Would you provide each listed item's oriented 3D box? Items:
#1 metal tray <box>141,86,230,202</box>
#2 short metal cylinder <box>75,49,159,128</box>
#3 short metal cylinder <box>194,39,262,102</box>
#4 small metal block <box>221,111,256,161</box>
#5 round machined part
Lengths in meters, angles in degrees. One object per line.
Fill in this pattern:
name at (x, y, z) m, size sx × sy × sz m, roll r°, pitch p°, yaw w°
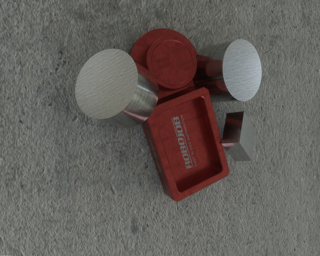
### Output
metal tray at (0.034, 0.020, 0.408) m, size 0.091 × 0.030 × 0.129 m, roll -23°, pitch 107°, yaw -19°
short metal cylinder at (-0.049, -0.043, 0.356) m, size 0.050 × 0.080 × 0.080 m, roll 26°, pitch 78°, yaw -63°
short metal cylinder at (0.092, -0.075, 0.420) m, size 0.081 × 0.050 × 0.079 m, roll -2°, pitch 93°, yaw -38°
small metal block at (0.111, 0.012, 0.433) m, size 0.050 × 0.025 × 0.050 m, roll 47°, pitch 49°, yaw -41°
round machined part at (0.009, -0.082, 0.405) m, size 0.099 × 0.042 × 0.097 m, roll 0°, pitch 90°, yaw -20°
